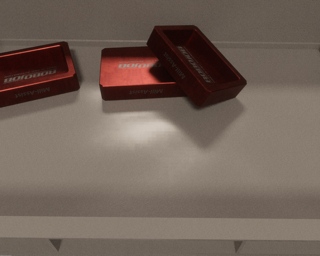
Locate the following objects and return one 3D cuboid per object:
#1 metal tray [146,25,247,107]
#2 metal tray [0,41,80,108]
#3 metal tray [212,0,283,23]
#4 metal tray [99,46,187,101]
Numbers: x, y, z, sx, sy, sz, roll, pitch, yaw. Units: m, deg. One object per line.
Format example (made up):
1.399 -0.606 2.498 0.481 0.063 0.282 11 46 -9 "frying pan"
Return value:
0.052 -0.094 0.444 0.091 0.030 0.130 -17 63 -40 "metal tray"
-0.196 -0.083 0.468 0.131 0.030 0.090 -15 52 -13 "metal tray"
0.181 -0.266 0.630 0.131 0.030 0.090 -35 59 -26 "metal tray"
-0.023 -0.086 0.474 0.131 0.030 0.090 -3 50 -3 "metal tray"
